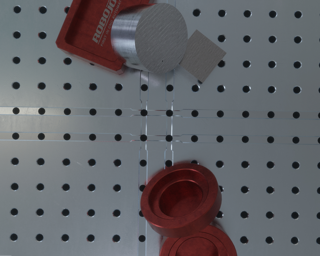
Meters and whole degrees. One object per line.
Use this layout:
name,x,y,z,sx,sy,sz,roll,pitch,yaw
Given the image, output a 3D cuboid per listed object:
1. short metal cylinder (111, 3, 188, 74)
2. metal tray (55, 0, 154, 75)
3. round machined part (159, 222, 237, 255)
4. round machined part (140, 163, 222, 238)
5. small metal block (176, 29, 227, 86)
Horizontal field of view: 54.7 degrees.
short metal cylinder,-0.012,-0.110,0.380,0.081,0.050,0.079,-16,115,-37
metal tray,-0.069,-0.148,0.410,0.090,0.030,0.129,22,90,0
round machined part,0.048,0.167,0.406,0.099,0.042,0.097,0,90,0
round machined part,0.029,0.093,0.386,0.098,0.098,0.042,-25,124,0
small metal block,0.051,-0.093,0.414,0.050,0.025,0.050,38,90,0
